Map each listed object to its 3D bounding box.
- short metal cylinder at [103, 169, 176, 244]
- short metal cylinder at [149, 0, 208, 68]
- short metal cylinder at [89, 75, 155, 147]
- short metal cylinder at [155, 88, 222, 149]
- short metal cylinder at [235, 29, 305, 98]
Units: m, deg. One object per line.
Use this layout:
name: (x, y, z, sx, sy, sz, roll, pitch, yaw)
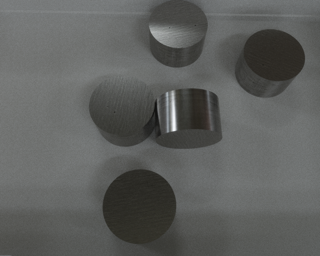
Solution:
short metal cylinder: (-0.022, 0.093, 0.362, 0.081, 0.050, 0.080, 0, 70, 0)
short metal cylinder: (0.025, -0.135, 0.446, 0.081, 0.050, 0.080, 0, 70, 0)
short metal cylinder: (-0.046, -0.021, 0.403, 0.081, 0.050, 0.080, 0, 70, 1)
short metal cylinder: (0.034, -0.009, 0.384, 0.081, 0.080, 0.050, -1, 70, -1)
short metal cylinder: (0.150, -0.089, 0.431, 0.081, 0.050, 0.080, 0, 70, 0)
